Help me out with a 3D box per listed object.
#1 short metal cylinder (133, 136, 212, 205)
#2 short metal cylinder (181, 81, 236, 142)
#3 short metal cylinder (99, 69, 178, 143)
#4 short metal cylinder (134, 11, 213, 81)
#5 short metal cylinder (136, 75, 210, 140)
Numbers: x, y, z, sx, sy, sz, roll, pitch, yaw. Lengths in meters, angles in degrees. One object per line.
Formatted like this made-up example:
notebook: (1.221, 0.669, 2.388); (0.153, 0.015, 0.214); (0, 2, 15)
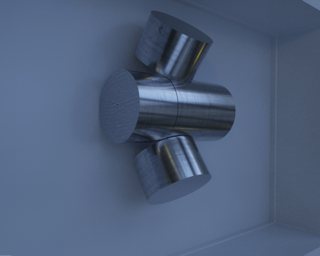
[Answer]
short metal cylinder: (0.014, 0.052, 0.371); (0.081, 0.080, 0.050); (0, 56, -40)
short metal cylinder: (0.052, -0.022, 0.412); (0.050, 0.080, 0.080); (2, 89, -40)
short metal cylinder: (-0.026, -0.023, 0.347); (0.050, 0.080, 0.080); (2, 89, -40)
short metal cylinder: (0.016, -0.099, 0.372); (0.081, 0.080, 0.050); (2, 127, -40)
short metal cylinder: (0.014, -0.022, 0.380); (0.050, 0.080, 0.080); (2, 89, -40)
